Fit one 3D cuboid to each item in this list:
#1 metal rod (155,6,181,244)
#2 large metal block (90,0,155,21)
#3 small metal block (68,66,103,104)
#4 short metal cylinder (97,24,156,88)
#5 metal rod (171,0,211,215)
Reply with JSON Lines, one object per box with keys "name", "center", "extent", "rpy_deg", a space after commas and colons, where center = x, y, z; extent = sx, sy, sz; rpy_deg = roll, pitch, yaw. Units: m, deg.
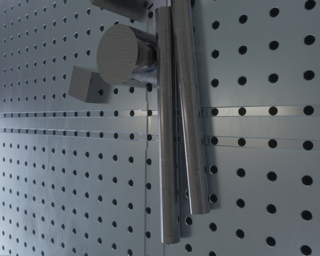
{"name": "metal rod", "center": [0.010, -0.005, 0.400], "extent": [0.025, 0.025, 0.298], "rpy_deg": [-2, 88, 40]}
{"name": "large metal block", "center": [-0.043, -0.198, 0.409], "extent": [0.080, 0.081, 0.050], "rpy_deg": [-35, 69, 34]}
{"name": "small metal block", "center": [-0.122, -0.072, 0.510], "extent": [0.050, 0.025, 0.050], "rpy_deg": [24, 105, 37]}
{"name": "short metal cylinder", "center": [-0.042, -0.097, 0.428], "extent": [0.080, 0.050, 0.079], "rpy_deg": [0, 90, 40]}
{"name": "metal rod", "center": [0.035, -0.048, 0.380], "extent": [0.025, 0.025, 0.298], "rpy_deg": [-8, 85, 39]}
